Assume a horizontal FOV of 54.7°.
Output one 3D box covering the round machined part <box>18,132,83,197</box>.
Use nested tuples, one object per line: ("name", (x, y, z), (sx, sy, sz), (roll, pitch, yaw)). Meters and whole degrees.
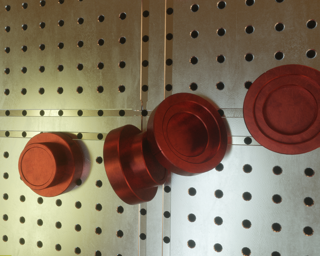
("round machined part", (-0.169, 0.055, 0.462), (0.098, 0.042, 0.097), (0, 90, 19))

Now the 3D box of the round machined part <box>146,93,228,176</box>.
("round machined part", (0.029, 0.010, 0.374), (0.042, 0.099, 0.098), (-37, 75, 58))

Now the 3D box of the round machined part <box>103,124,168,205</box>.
("round machined part", (-0.024, 0.042, 0.381), (0.042, 0.098, 0.098), (-19, 84, 20))

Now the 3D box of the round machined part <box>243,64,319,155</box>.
("round machined part", (0.147, -0.020, 0.352), (0.098, 0.042, 0.097), (0, 90, 19))
